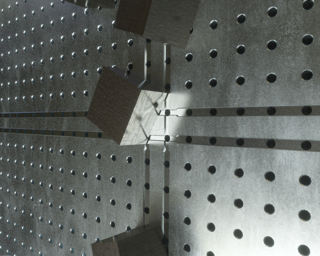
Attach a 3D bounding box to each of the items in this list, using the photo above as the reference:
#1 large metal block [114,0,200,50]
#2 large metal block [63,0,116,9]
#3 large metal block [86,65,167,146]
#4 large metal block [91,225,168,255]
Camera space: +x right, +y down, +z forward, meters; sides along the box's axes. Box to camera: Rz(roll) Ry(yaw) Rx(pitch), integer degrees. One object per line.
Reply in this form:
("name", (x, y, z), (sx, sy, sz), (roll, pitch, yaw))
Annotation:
("large metal block", (0.000, -0.146, 0.372), (0.050, 0.081, 0.079), (27, 107, 36))
("large metal block", (-0.109, -0.234, 0.480), (0.080, 0.050, 0.079), (19, 102, 38))
("large metal block", (-0.048, -0.031, 0.431), (0.080, 0.050, 0.079), (36, 112, 34))
("large metal block", (-0.034, 0.177, 0.400), (0.050, 0.081, 0.080), (-22, 77, 38))
